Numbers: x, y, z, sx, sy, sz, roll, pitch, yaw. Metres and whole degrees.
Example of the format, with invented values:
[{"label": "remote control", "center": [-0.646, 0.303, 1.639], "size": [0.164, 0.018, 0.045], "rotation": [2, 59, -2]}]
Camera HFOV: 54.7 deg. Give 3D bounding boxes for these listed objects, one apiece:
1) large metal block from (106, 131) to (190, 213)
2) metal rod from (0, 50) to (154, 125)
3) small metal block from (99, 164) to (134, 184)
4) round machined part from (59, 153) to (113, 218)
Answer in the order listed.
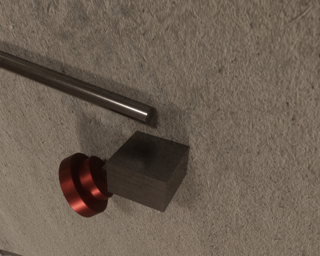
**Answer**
[{"label": "large metal block", "center": [-0.014, 0.054, 0.411], "size": [0.080, 0.080, 0.050], "rotation": [16, 125, 19]}, {"label": "metal rod", "center": [-0.149, -0.068, 0.440], "size": [0.301, 0.025, 0.025], "rotation": [21, 126, 15]}, {"label": "small metal block", "center": [-0.053, 0.065, 0.457], "size": [0.050, 0.050, 0.025], "rotation": [28, 127, 10]}, {"label": "round machined part", "center": [-0.105, 0.081, 0.470], "size": [0.042, 0.098, 0.098], "rotation": [-26, 106, 10]}]
